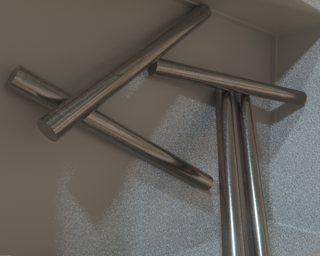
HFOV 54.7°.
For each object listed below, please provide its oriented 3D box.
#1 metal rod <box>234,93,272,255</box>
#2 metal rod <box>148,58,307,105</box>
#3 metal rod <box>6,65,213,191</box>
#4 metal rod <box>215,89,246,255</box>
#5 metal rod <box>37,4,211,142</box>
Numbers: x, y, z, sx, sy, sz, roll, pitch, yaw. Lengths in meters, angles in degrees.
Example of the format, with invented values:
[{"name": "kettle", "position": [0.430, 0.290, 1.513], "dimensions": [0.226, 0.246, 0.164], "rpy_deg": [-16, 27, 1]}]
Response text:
[{"name": "metal rod", "position": [0.127, 0.054, 0.437], "dimensions": [0.025, 0.025, 0.300], "rpy_deg": [33, 46, -35]}, {"name": "metal rod", "position": [0.120, -0.066, 0.475], "dimensions": [0.302, 0.025, 0.025], "rpy_deg": [6, 86, -30]}, {"name": "metal rod", "position": [-0.034, 0.017, 0.377], "dimensions": [0.301, 0.025, 0.025], "rpy_deg": [32, 70, -35]}, {"name": "metal rod", "position": [0.089, 0.062, 0.404], "dimensions": [0.025, 0.025, 0.300], "rpy_deg": [35, 44, -35]}, {"name": "metal rod", "position": [-0.019, -0.085, 0.370], "dimensions": [0.301, 0.025, 0.025], "rpy_deg": [-46, 118, -37]}]
